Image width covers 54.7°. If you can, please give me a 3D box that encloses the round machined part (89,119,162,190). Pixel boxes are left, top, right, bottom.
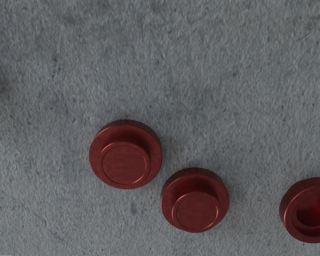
[{"bbox_3d":[-0.046,0.041,0.415,0.099,0.042,0.097,0,110,-1],"label":"round machined part"}]

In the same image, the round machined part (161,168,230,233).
[{"bbox_3d":[0.050,0.109,0.442,0.099,0.042,0.097,0,110,-1],"label":"round machined part"}]

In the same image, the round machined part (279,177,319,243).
[{"bbox_3d":[0.221,0.113,0.446,0.099,0.042,0.097,0,110,-1],"label":"round machined part"}]
